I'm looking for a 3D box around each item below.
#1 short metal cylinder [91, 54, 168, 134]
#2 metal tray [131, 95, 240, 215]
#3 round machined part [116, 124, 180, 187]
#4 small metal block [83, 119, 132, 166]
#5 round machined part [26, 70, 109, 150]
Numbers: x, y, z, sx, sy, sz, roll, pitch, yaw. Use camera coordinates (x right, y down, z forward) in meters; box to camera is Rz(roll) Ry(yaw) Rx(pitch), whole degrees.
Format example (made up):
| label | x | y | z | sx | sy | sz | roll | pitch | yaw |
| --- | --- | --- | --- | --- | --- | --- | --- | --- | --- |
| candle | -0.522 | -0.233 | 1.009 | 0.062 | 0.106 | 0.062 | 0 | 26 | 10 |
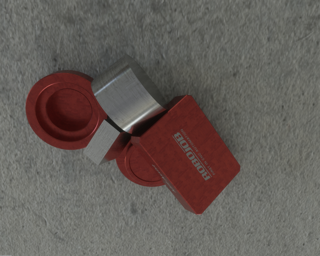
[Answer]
| label | x | y | z | sx | sy | sz | roll | pitch | yaw |
| --- | --- | --- | --- | --- | --- | --- | --- | --- | --- |
| short metal cylinder | -0.035 | -0.040 | 0.367 | 0.050 | 0.080 | 0.080 | -36 | 107 | 12 |
| metal tray | 0.036 | 0.034 | 0.398 | 0.090 | 0.030 | 0.130 | -43 | 108 | -19 |
| round machined part | -0.011 | 0.037 | 0.415 | 0.099 | 0.042 | 0.097 | 0 | 110 | -1 |
| small metal block | -0.060 | 0.015 | 0.383 | 0.025 | 0.050 | 0.050 | 39 | 107 | 12 |
| round machined part | -0.112 | -0.025 | 0.391 | 0.099 | 0.042 | 0.097 | 0 | 110 | -1 |
